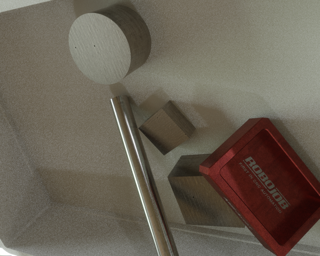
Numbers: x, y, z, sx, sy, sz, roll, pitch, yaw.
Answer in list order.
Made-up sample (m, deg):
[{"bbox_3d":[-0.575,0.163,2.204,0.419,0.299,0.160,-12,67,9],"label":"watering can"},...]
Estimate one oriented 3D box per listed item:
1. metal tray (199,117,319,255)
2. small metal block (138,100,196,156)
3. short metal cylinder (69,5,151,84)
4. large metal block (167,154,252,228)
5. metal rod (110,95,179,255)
[{"bbox_3d":[0.118,0.064,0.345,0.130,0.090,0.030,50,170,-7],"label":"metal tray"},{"bbox_3d":[0.009,0.000,0.403,0.050,0.025,0.050,47,129,-6],"label":"small metal block"},{"bbox_3d":[-0.057,-0.097,0.361,0.080,0.050,0.079,13,124,20],"label":"short metal cylinder"},{"bbox_3d":[0.067,0.081,0.406,0.080,0.050,0.080,-7,115,31],"label":"large metal block"},{"bbox_3d":[-0.009,0.101,0.392,0.025,0.025,0.299,-25,79,36],"label":"metal rod"}]
